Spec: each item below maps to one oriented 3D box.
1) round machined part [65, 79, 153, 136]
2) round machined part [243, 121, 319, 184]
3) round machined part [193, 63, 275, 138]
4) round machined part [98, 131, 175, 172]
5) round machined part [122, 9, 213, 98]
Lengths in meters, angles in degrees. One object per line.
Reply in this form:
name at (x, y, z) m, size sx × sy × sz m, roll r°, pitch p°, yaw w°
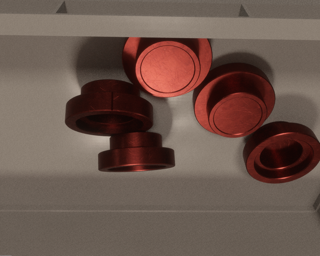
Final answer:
round machined part at (-0.057, -0.023, 0.358) m, size 0.099 × 0.042 × 0.098 m, roll -2°, pitch 163°, yaw 0°
round machined part at (0.163, 0.029, 0.426) m, size 0.099 × 0.042 × 0.097 m, roll -1°, pitch 130°, yaw 0°
round machined part at (0.091, -0.026, 0.377) m, size 0.099 × 0.042 × 0.097 m, roll -1°, pitch 130°, yaw 0°
round machined part at (-0.031, 0.032, 0.404) m, size 0.099 × 0.042 × 0.098 m, roll -4°, pitch 168°, yaw -1°
round machined part at (0.008, -0.073, 0.336) m, size 0.099 × 0.042 × 0.097 m, roll -1°, pitch 130°, yaw 0°
